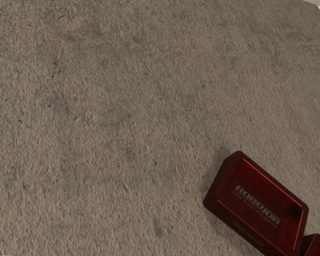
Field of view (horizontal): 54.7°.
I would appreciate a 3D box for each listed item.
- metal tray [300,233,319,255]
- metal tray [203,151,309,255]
[{"bbox_3d":[0.217,0.213,0.390,0.130,0.030,0.091,49,51,6],"label":"metal tray"},{"bbox_3d":[0.130,0.103,0.409,0.130,0.030,0.090,39,51,-2],"label":"metal tray"}]
